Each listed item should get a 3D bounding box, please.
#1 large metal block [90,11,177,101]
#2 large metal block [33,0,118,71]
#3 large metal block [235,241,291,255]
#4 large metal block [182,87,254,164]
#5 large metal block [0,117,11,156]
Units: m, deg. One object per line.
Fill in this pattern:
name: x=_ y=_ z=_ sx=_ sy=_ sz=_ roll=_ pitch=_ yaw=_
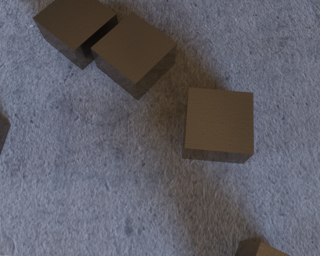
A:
large metal block: x=-0.034 y=-0.100 z=0.431 sx=0.080 sy=0.050 sz=0.080 roll=40 pitch=74 yaw=13
large metal block: x=-0.117 y=-0.145 z=0.446 sx=0.080 sy=0.050 sz=0.080 roll=39 pitch=74 yaw=13
large metal block: x=0.102 y=0.166 z=0.319 sx=0.050 sy=0.080 sz=0.080 roll=25 pitch=72 yaw=8
large metal block: x=0.072 y=-0.002 z=0.396 sx=0.080 sy=0.050 sz=0.080 roll=5 pitch=70 yaw=1
large metal block: x=-0.234 y=0.016 z=0.370 sx=0.050 sy=0.080 sz=0.080 roll=8 pitch=70 yaw=3
